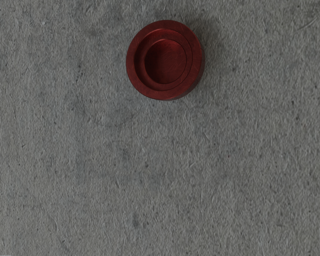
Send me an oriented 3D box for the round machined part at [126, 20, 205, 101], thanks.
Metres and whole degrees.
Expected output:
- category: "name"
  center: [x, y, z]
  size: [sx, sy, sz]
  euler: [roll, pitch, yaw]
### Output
- category: "round machined part"
  center: [0.010, -0.083, 0.397]
  size: [0.098, 0.042, 0.097]
  euler: [0, 90, 20]
